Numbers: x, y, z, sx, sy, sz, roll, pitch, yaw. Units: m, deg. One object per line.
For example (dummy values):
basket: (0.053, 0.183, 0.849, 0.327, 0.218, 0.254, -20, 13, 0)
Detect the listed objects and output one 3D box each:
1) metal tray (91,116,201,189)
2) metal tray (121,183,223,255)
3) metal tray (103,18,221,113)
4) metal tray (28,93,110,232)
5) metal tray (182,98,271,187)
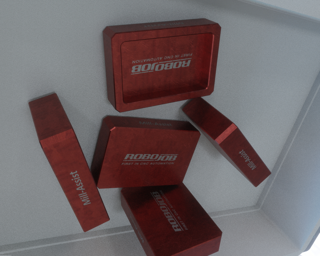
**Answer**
metal tray: (-0.018, 0.034, 0.414, 0.131, 0.030, 0.089, 3, 117, -30)
metal tray: (0.010, 0.121, 0.419, 0.091, 0.130, 0.030, -12, 124, -23)
metal tray: (0.004, -0.074, 0.361, 0.131, 0.030, 0.089, -13, 124, -22)
metal tray: (-0.097, 0.038, 0.335, 0.030, 0.090, 0.129, -23, 128, -16)
metal tray: (0.093, 0.019, 0.428, 0.030, 0.090, 0.130, -44, 130, 3)
